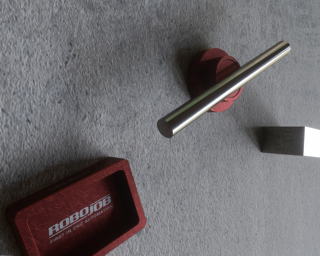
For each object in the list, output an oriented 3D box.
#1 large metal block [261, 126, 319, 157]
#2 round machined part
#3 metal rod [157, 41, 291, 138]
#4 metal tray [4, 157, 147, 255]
[{"bbox_3d":[0.250,0.026,0.583,0.081,0.080,0.050,8,85,-40],"label":"large metal block"},{"bbox_3d":[0.090,-0.073,0.472,0.099,0.042,0.097,0,90,-40],"label":"round machined part"},{"bbox_3d":[0.108,-0.068,0.442,0.302,0.025,0.025,-34,111,-35],"label":"metal rod"},{"bbox_3d":[-0.082,0.097,0.333,0.131,0.030,0.089,-25,106,-37],"label":"metal tray"}]
